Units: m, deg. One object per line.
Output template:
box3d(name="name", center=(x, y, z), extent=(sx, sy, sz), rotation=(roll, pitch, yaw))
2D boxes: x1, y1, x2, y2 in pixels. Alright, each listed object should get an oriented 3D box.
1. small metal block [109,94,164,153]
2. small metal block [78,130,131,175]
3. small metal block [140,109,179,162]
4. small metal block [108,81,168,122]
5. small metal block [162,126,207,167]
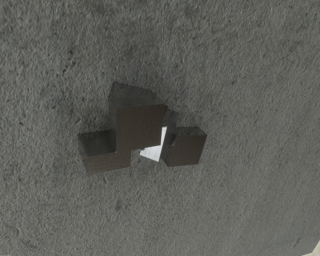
box3d(name="small metal block", center=(-0.025, -0.005, 0.325), extent=(0.050, 0.025, 0.050), rotation=(-9, 121, -23))
box3d(name="small metal block", center=(-0.067, 0.027, 0.370), extent=(0.050, 0.050, 0.025), rotation=(-9, 122, -24))
box3d(name="small metal block", center=(0.000, 0.007, 0.393), extent=(0.050, 0.025, 0.050), rotation=(-47, 154, -60))
box3d(name="small metal block", center=(-0.027, -0.029, 0.358), extent=(0.050, 0.050, 0.025), rotation=(10, 112, -32))
box3d(name="small metal block", center=(0.034, 0.026, 0.441), extent=(0.050, 0.025, 0.050), rotation=(-1, 119, -28))
